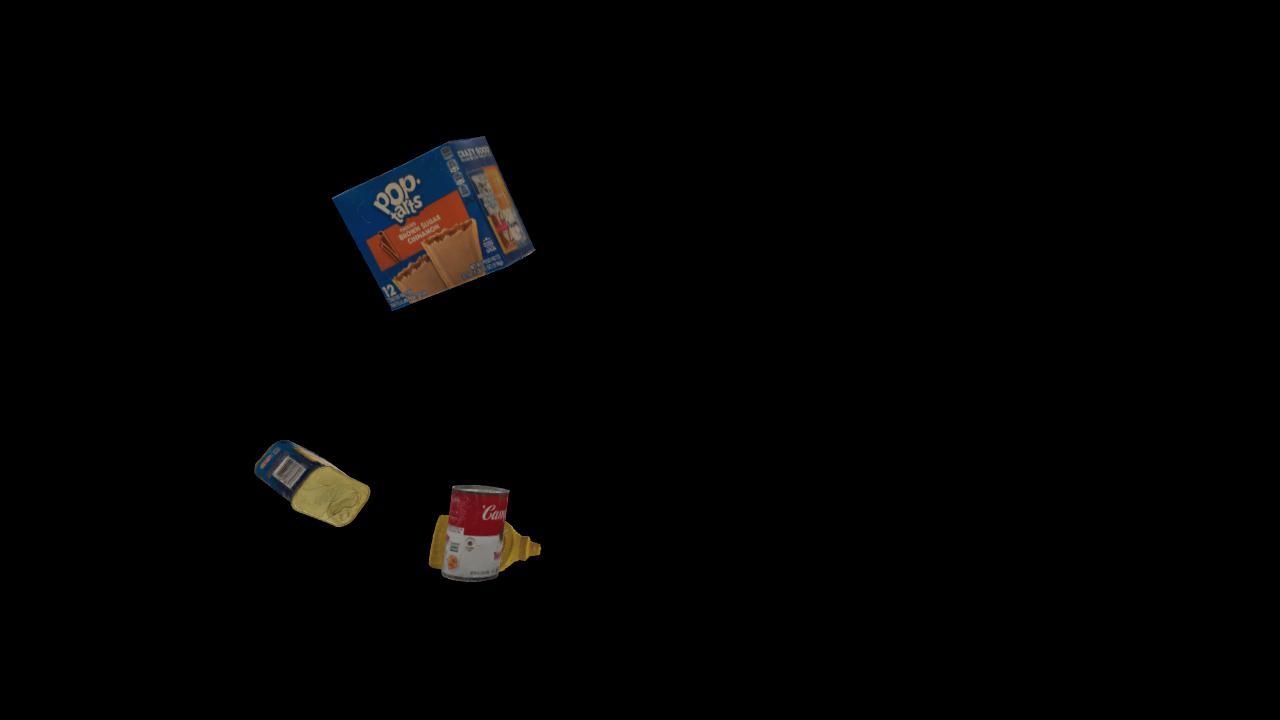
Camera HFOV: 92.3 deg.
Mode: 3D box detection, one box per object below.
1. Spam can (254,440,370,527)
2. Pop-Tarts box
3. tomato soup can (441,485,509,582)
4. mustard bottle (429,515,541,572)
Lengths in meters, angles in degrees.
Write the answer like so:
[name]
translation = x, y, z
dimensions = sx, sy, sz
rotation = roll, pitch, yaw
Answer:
[Spam can]
translation = -0.389, 0.145, 0.732
dimensions = 0.085, 0.058, 0.101
rotation = 23, -21, 27
[Pop-Tarts box]
translation = -0.232, -0.154, 0.704
dimensions = 0.167, 0.141, 0.083
rotation = -16, 18, 19
[tomato soup can]
translation = -0.194, 0.203, 0.725
dimensions = 0.068, 0.101, 0.068
rotation = 6, -7, 1
[mustard bottle]
translation = -0.264, 0.322, 1.069
dimensions = 0.184, 0.092, 0.054
rotation = 6, -34, -5
